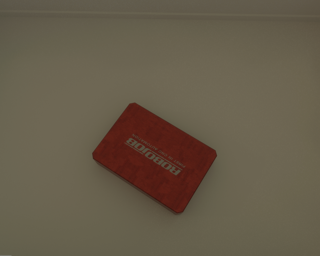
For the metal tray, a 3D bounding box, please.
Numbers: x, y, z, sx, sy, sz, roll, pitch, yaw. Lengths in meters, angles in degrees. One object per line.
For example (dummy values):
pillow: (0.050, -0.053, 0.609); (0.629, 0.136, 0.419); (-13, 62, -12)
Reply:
metal tray: (-0.007, 0.037, 0.393); (0.130, 0.030, 0.090); (31, 73, 10)
